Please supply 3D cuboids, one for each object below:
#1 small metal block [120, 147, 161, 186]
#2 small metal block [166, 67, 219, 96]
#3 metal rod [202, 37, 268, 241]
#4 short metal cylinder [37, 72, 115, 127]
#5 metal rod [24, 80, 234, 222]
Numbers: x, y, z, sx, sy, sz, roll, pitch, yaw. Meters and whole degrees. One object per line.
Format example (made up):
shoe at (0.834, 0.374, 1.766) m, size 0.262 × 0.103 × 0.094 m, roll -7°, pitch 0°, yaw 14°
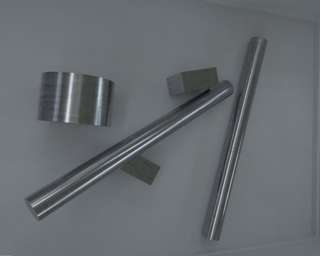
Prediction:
small metal block at (-0.034, 0.045, 0.386) m, size 0.050 × 0.050 × 0.025 m, roll 32°, pitch 80°, yaw -18°
small metal block at (0.043, -0.062, 0.414) m, size 0.050 × 0.050 × 0.025 m, roll -12°, pitch 95°, yaw -20°
metal rod at (0.111, 0.012, 0.452) m, size 0.025 × 0.025 × 0.299 m, roll 17°, pitch 84°, yaw -20°
short metal cylinder at (-0.093, -0.030, 0.347) m, size 0.081 × 0.080 × 0.050 m, roll 6°, pitch 88°, yaw -20°
metal rod at (-0.010, 0.008, 0.364) m, size 0.302 × 0.025 × 0.025 m, roll -32°, pitch 101°, yaw -34°
